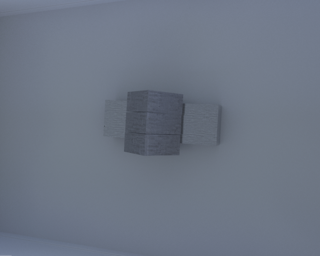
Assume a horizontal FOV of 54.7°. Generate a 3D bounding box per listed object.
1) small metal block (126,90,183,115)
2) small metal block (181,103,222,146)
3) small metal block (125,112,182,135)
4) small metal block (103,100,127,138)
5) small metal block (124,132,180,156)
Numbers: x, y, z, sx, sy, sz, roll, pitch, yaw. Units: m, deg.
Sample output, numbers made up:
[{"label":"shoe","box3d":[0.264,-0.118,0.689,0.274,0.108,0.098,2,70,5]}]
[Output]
[{"label":"small metal block","box3d":[-0.007,-0.031,0.386,0.050,0.050,0.025,5,92,56]},{"label":"small metal block","box3d":[0.050,-0.005,0.391,0.050,0.025,0.050,3,91,19]},{"label":"small metal block","box3d":[-0.009,-0.006,0.387,0.050,0.050,0.025,3,91,56]},{"label":"small metal block","box3d":[-0.048,-0.012,0.425,0.050,0.025,0.050,4,91,19]},{"label":"small metal block","box3d":[-0.010,0.019,0.388,0.050,0.050,0.025,3,91,56]}]
